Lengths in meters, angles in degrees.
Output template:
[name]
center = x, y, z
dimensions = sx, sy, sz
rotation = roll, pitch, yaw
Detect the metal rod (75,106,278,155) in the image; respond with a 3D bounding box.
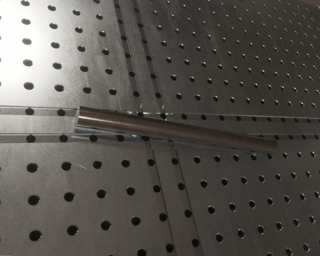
[metal rod]
center = 0.039, 0.008, 0.425
dimensions = 0.302, 0.025, 0.025
rotation = 9, 58, -24
